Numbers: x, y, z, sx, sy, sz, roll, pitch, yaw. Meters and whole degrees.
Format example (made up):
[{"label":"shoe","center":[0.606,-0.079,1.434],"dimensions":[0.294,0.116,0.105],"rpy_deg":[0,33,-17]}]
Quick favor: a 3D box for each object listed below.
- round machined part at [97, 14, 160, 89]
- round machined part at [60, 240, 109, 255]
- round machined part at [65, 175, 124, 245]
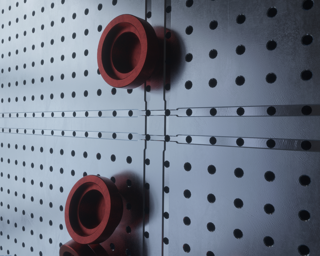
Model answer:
[{"label":"round machined part","center":[-0.039,-0.102,0.428],"dimensions":[0.098,0.042,0.097],"rpy_deg":[0,90,39]},{"label":"round machined part","center":[-0.108,0.212,0.473],"dimensions":[0.098,0.042,0.097],"rpy_deg":[20,121,38]},{"label":"round machined part","center":[-0.094,0.121,0.463],"dimensions":[0.098,0.042,0.098],"rpy_deg":[-13,67,33]}]
